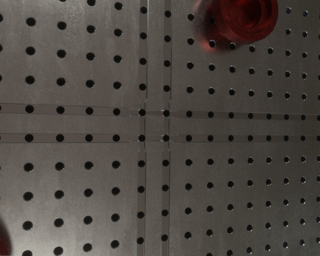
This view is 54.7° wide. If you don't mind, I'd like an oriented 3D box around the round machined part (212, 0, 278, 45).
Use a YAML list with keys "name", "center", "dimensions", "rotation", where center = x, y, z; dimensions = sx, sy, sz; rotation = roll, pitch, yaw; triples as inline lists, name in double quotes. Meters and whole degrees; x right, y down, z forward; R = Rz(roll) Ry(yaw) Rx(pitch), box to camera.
- name: "round machined part"
  center: [0.118, -0.169, 0.448]
  dimensions: [0.099, 0.042, 0.097]
  rotation: [0, 90, -21]

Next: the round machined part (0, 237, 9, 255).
- name: "round machined part"
  center: [-0.206, 0.150, 0.309]
  dimensions: [0.042, 0.098, 0.097]
  rotation: [-13, 96, 22]
